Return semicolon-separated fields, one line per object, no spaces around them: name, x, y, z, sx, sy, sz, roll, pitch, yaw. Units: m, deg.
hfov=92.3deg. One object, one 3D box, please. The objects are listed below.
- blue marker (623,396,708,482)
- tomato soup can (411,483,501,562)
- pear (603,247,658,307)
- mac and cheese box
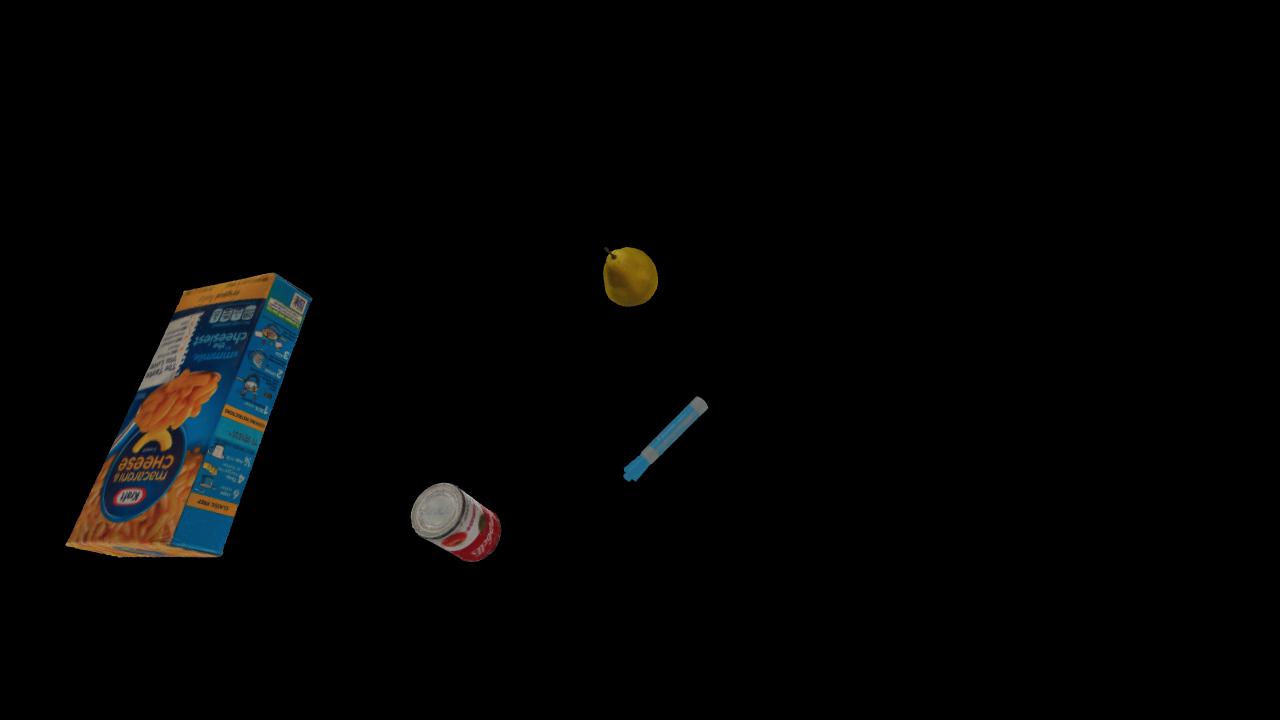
blue marker;0.027;0.086;0.662;0.121;0.020;0.020;-43;17;-19
tomato soup can;-0.218;0.194;0.734;0.068;0.068;0.101;0;-32;17
pear;-0.018;-0.113;0.795;0.080;0.080;0.111;0;-7;13
mac and cheese box;-0.292;0.033;0.409;0.093;0.184;0.041;-6;-28;18
